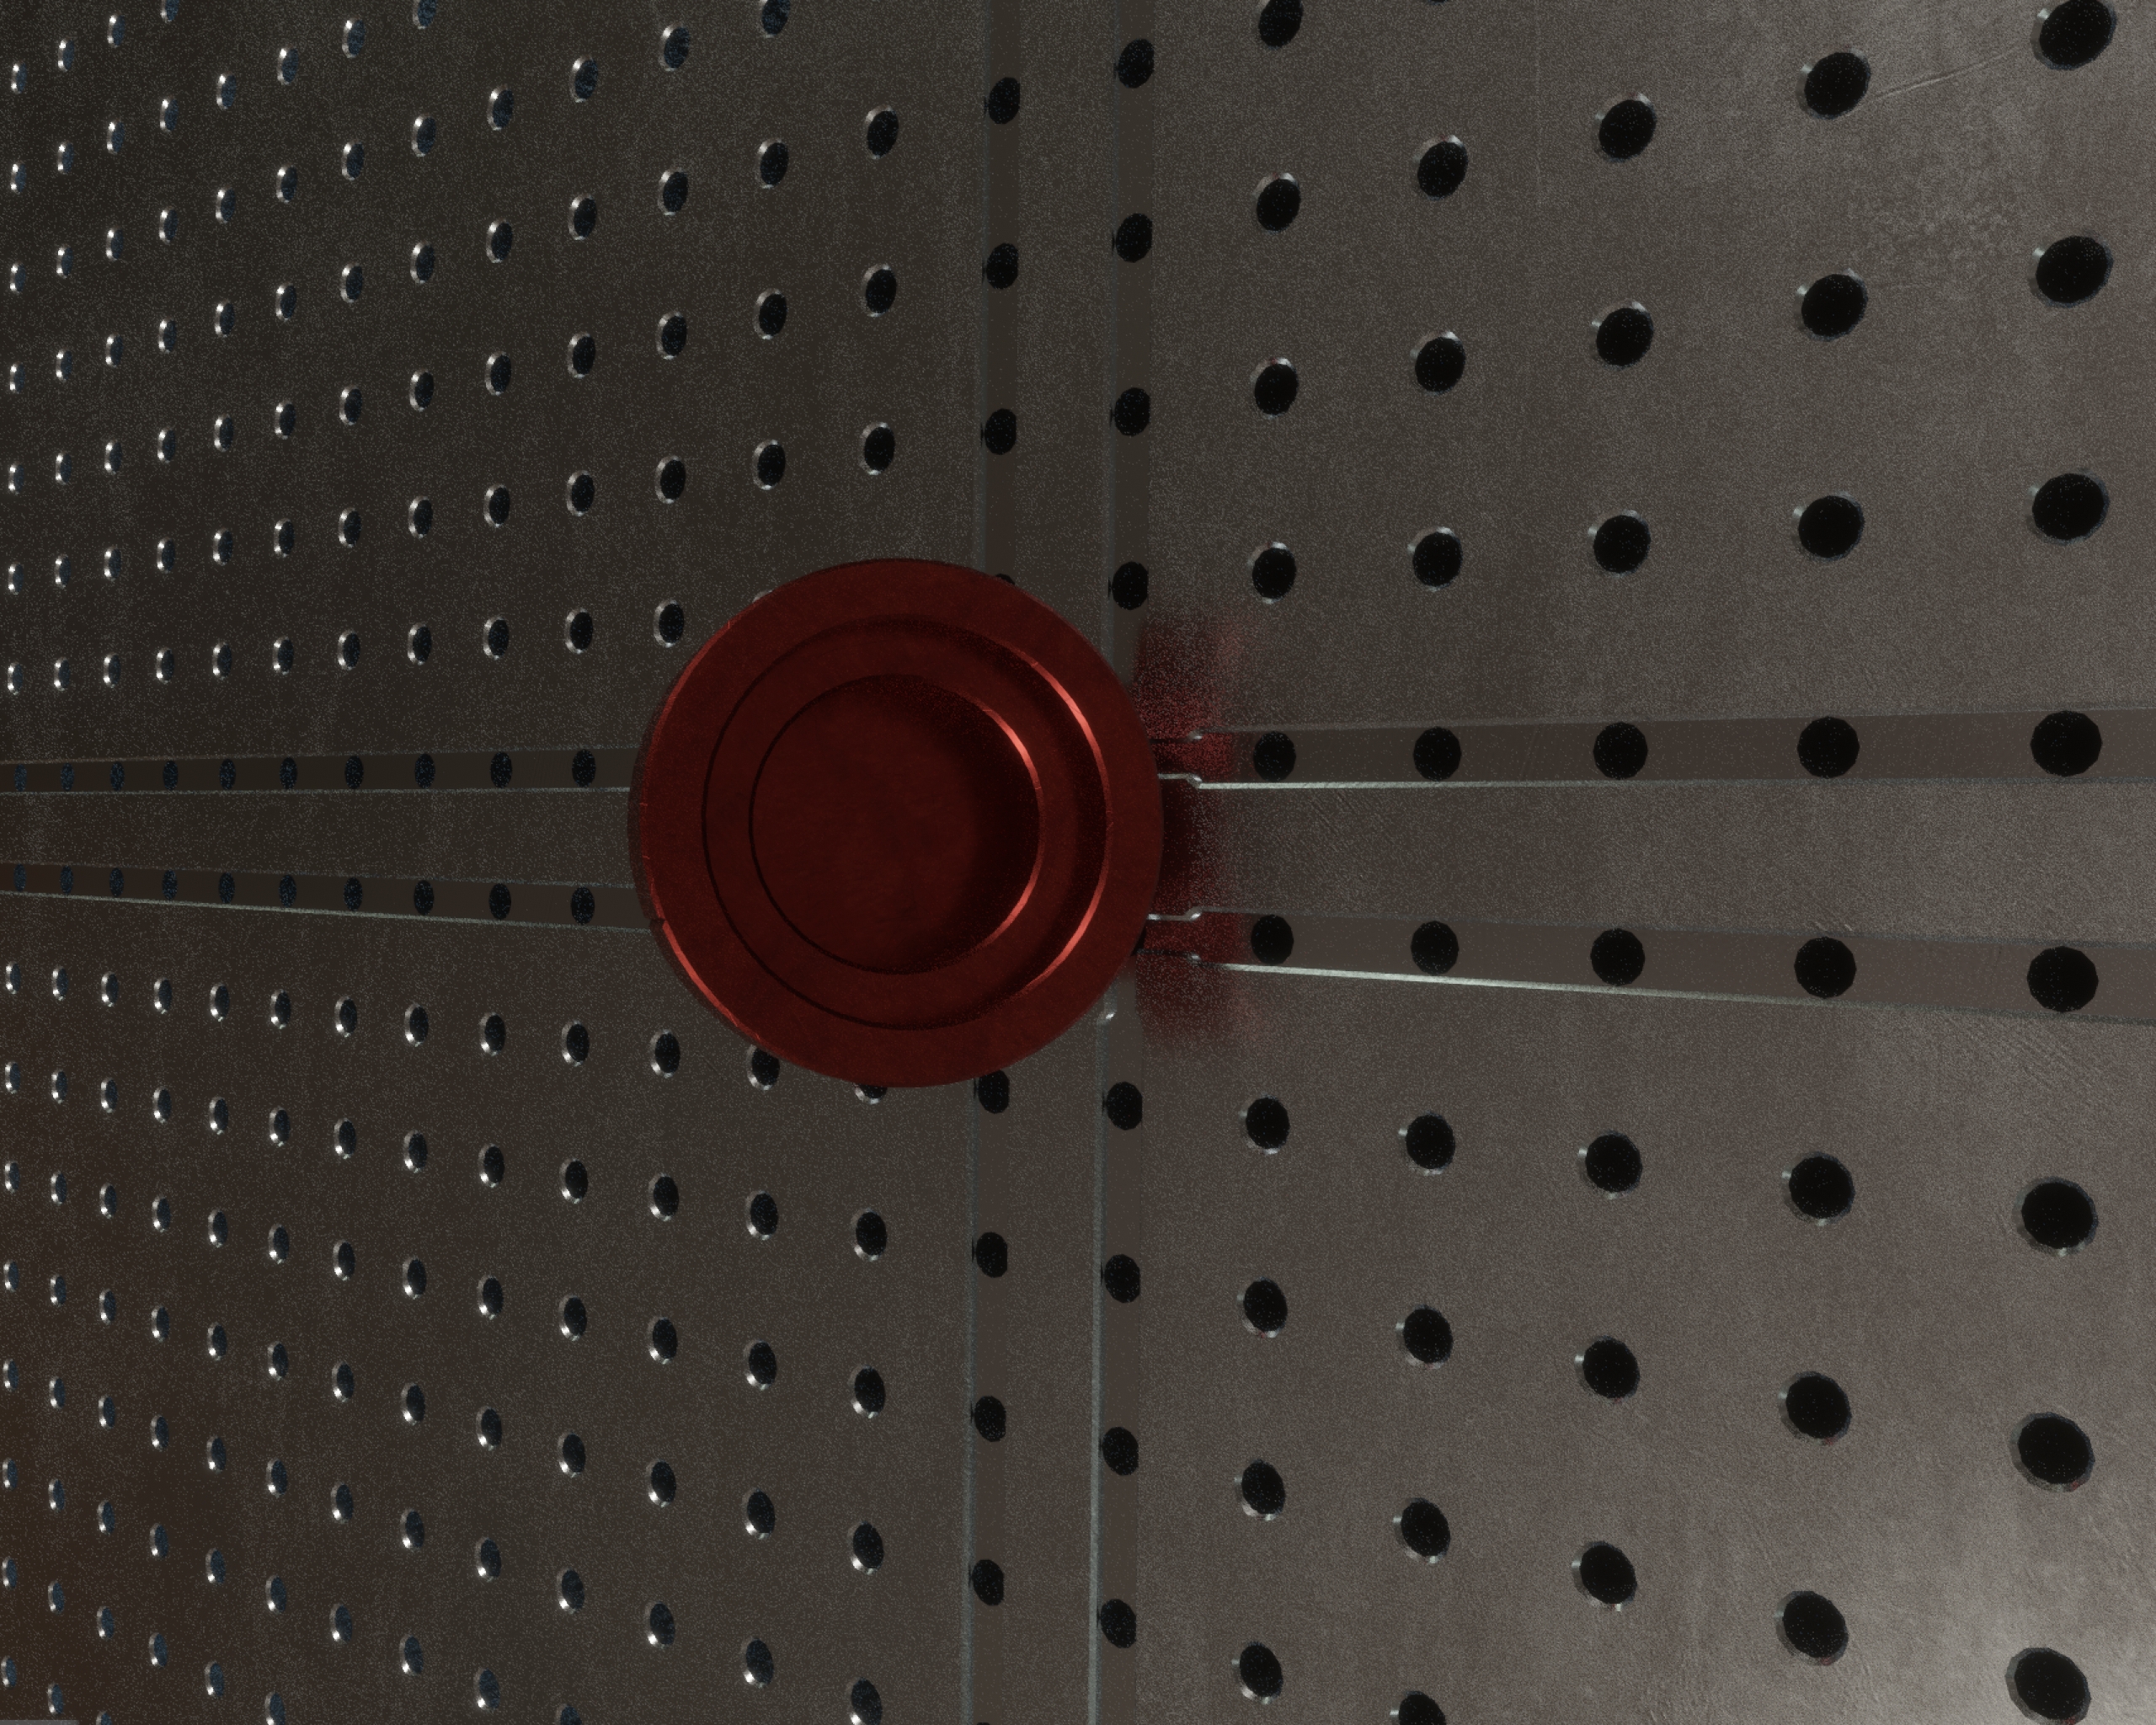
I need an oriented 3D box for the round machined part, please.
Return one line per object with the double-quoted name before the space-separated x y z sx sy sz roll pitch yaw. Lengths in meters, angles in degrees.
"round machined part" -0.037 -0.007 0.402 0.042 0.099 0.097 173 95 -71
